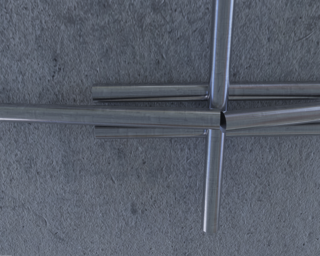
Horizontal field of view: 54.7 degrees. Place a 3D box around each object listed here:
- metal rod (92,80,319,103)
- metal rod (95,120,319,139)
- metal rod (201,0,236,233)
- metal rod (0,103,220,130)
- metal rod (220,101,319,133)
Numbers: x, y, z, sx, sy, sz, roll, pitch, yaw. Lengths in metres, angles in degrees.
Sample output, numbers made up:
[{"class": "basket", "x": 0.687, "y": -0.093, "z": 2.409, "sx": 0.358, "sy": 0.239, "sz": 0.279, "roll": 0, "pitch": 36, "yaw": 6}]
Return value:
[{"class": "metal rod", "x": 0.067, "y": -0.046, "z": 0.394, "sx": 0.302, "sy": 0.025, "sz": 0.025, "roll": -1, "pitch": 110, "yaw": -1}, {"class": "metal rod", "x": 0.067, "y": 0.000, "z": 0.411, "sx": 0.302, "sy": 0.025, "sz": 0.025, "roll": -1, "pitch": 110, "yaw": -1}, {"class": "metal rod", "x": 0.070, "y": 0.001, "z": 0.386, "sx": 0.025, "sy": 0.025, "sz": 0.298, "roll": 0, "pitch": 110, "yaw": 0}, {"class": "metal rod", "x": -0.080, "y": -0.015, "z": 0.377, "sx": 0.302, "sy": 0.025, "sz": 0.025, "roll": 2, "pitch": 111, "yaw": 9}, {"class": "metal rod", "x": 0.220, "y": -0.023, "z": 0.379, "sx": 0.302, "sy": 0.025, "sz": 0.025, "roll": -6, "pitch": 111, "yaw": -9}]
